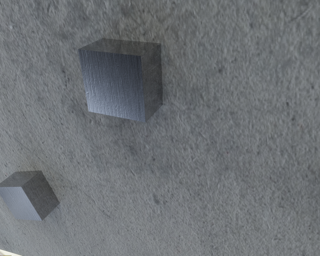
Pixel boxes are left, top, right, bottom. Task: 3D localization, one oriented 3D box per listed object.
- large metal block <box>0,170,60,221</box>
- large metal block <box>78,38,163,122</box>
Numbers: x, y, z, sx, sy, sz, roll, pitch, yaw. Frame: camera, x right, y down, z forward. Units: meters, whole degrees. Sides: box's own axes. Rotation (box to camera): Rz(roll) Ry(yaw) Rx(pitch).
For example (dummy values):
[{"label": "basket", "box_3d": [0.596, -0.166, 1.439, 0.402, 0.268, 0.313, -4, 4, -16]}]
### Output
[{"label": "large metal block", "box_3d": [-0.257, 0.131, 0.604, 0.080, 0.050, 0.080, -7, 115, 31]}, {"label": "large metal block", "box_3d": [-0.045, -0.060, 0.376, 0.080, 0.050, 0.079, 11, 123, 22]}]
